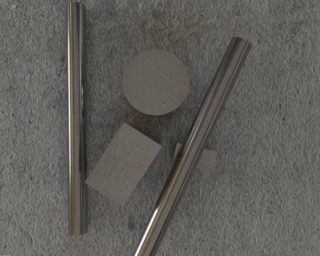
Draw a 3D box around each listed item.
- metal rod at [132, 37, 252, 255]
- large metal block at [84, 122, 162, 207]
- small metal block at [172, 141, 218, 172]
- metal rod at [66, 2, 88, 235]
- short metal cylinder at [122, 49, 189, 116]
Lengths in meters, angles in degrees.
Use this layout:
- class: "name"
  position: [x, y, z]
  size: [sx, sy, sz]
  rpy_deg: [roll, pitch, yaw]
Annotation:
- class: "metal rod"
  position: [0.033, 0.036, 0.360]
  size: [0.025, 0.025, 0.299]
  rpy_deg: [25, 90, -1]
- class: "large metal block"
  position: [-0.041, 0.040, 0.382]
  size: [0.050, 0.080, 0.080]
  rpy_deg: [33, 90, -1]
- class: "small metal block"
  position: [0.042, 0.035, 0.398]
  size: [0.050, 0.050, 0.025]
  rpy_deg: [12, 90, -1]
- class: "metal rod"
  position: [-0.109, -0.012, 0.408]
  size: [0.025, 0.025, 0.298]
  rpy_deg: [-1, 90, -1]
- class: "short metal cylinder"
  position: [-0.005, -0.055, 0.397]
  size: [0.081, 0.050, 0.079]
  rpy_deg: [0, 90, -1]
